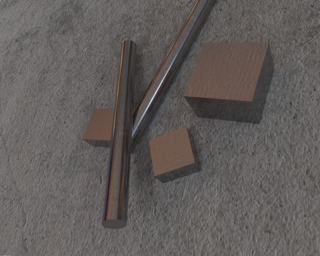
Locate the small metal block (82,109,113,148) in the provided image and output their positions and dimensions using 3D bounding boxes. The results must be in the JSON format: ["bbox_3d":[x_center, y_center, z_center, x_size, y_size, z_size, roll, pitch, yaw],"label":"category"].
[{"bbox_3d":[-0.075,0.000,0.442,0.050,0.025,0.050,2,62,28],"label":"small metal block"}]

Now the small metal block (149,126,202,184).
[{"bbox_3d":[0.018,0.033,0.374,0.050,0.025,0.050,-21,54,15],"label":"small metal block"}]

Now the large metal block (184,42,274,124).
[{"bbox_3d":[0.086,-0.056,0.376,0.080,0.050,0.080,8,66,31],"label":"large metal block"}]

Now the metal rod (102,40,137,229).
[{"bbox_3d":[-0.048,-0.018,0.406,0.025,0.025,0.300,-17,47,18],"label":"metal rod"}]

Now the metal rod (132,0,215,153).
[{"bbox_3d":[0.019,-0.099,0.453,0.025,0.025,0.300,16,70,34],"label":"metal rod"}]
